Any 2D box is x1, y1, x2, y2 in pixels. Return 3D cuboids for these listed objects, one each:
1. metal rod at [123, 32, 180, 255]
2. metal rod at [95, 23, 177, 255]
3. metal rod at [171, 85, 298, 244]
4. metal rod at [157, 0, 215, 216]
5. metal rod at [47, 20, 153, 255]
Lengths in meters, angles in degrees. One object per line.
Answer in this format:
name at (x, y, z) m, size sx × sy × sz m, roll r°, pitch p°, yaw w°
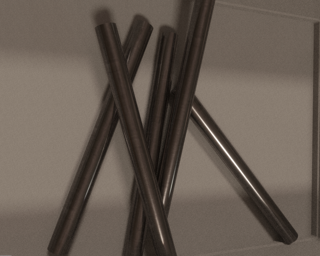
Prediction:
metal rod at (-0.011, 0.022, 0.407) m, size 0.025 × 0.025 × 0.298 m, roll 11°, pitch 86°, yaw -20°
metal rod at (-0.026, 0.026, 0.373) m, size 0.025 × 0.025 × 0.298 m, roll -16°, pitch 96°, yaw -20°
metal rod at (0.115, 0.058, 0.454) m, size 0.025 × 0.025 × 0.300 m, roll -42°, pitch 104°, yaw -15°
metal rod at (0.028, -0.027, 0.398) m, size 0.025 × 0.025 × 0.298 m, roll 10°, pitch 96°, yaw -20°
metal rod at (-0.071, 0.006, 0.385) m, size 0.025 × 0.025 × 0.299 m, roll 22°, pitch 82°, yaw -19°
